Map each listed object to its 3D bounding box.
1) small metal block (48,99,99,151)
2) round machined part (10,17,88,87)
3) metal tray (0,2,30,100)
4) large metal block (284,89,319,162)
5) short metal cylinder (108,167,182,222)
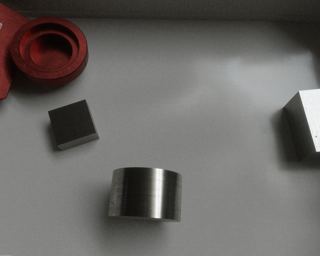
[{"bbox_3d":[-0.114,-0.004,0.410,0.050,0.025,0.050,-19,71,-7],"label":"small metal block"},{"bbox_3d":[-0.150,-0.101,0.431,0.099,0.042,0.098,3,71,-8],"label":"round machined part"},{"bbox_3d":[-0.237,-0.109,0.415,0.090,0.030,0.130,27,64,-39],"label":"metal tray"},{"bbox_3d":[0.219,-0.005,0.401,0.081,0.050,0.080,-6,70,-3],"label":"large metal block"},{"bbox_3d":[-0.016,0.078,0.352,0.081,0.080,0.050,3,70,1],"label":"short metal cylinder"}]
